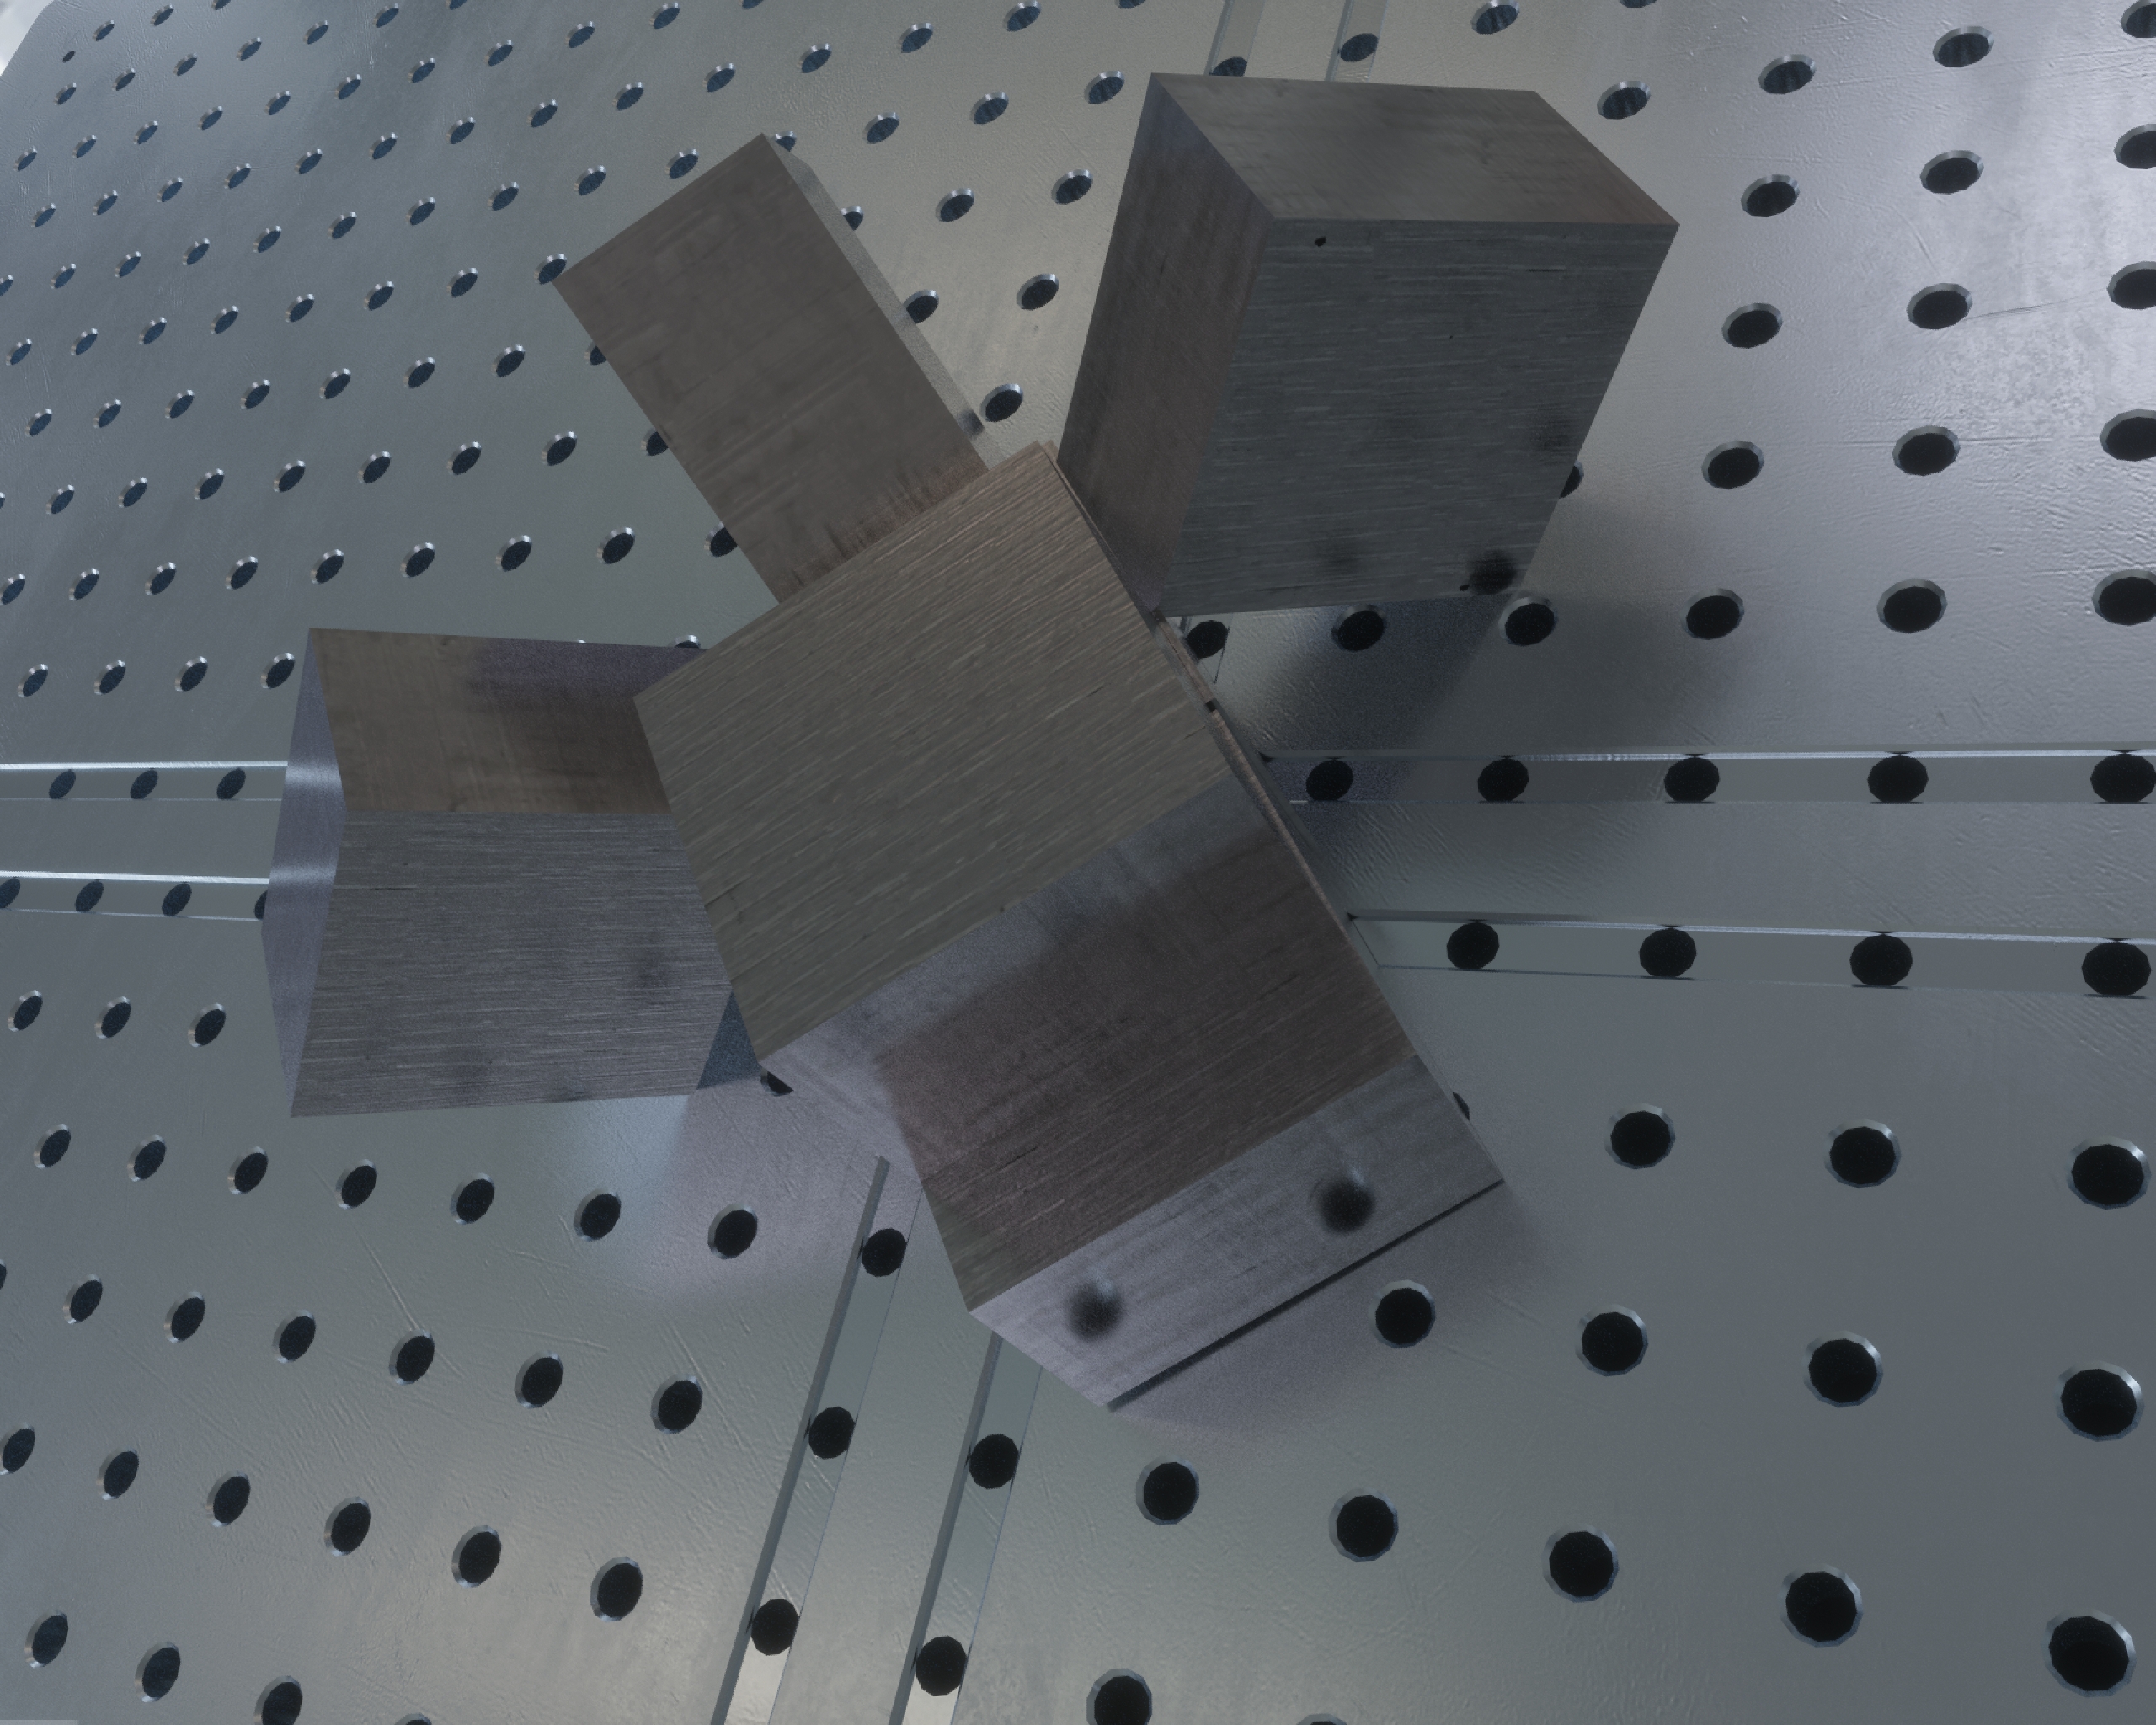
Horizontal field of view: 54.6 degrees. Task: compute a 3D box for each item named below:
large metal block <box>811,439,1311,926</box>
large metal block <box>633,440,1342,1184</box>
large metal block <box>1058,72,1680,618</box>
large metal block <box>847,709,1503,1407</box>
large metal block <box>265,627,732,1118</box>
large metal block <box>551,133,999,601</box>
[{"bbox_3d":[-0.013,-0.023,0.415,0.080,0.050,0.080,-33,51,6],"label":"large metal block"},{"bbox_3d":[-0.016,-0.008,0.341,0.080,0.050,0.080,-32,52,6],"label":"large metal block"},{"bbox_3d":[0.050,-0.094,0.385,0.081,0.080,0.050,-7,47,-24],"label":"large metal block"},{"bbox_3d":[0.014,0.034,0.364,0.080,0.050,0.080,-31,50,7],"label":"large metal block"},{"bbox_3d":[-0.111,0.003,0.411,0.050,0.081,0.080,62,140,39],"label":"large metal block"},{"bbox_3d":[-0.059,-0.104,0.449,0.050,0.080,0.080,-33,12,7],"label":"large metal block"}]
